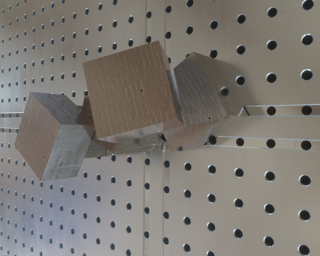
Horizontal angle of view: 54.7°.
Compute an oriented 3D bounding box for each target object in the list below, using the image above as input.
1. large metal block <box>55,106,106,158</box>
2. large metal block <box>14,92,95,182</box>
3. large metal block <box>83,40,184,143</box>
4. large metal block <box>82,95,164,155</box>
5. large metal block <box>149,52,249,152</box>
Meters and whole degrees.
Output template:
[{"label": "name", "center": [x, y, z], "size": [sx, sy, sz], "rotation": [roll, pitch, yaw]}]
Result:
[{"label": "large metal block", "center": [-0.134, 0.009, 0.481], "size": [0.050, 0.081, 0.080], "rotation": [-8, 85, 39]}, {"label": "large metal block", "center": [-0.136, 0.009, 0.397], "size": [0.080, 0.050, 0.079], "rotation": [38, 113, 33]}, {"label": "large metal block", "center": [-0.026, -0.034, 0.323], "size": [0.080, 0.050, 0.080], "rotation": [-14, 80, 9]}, {"label": "large metal block", "center": [-0.048, -0.006, 0.410], "size": [0.080, 0.081, 0.050], "rotation": [24, 105, 37]}, {"label": "large metal block", "center": [0.040, -0.027, 0.358], "size": [0.080, 0.050, 0.080], "rotation": [-37, 68, 33]}]
